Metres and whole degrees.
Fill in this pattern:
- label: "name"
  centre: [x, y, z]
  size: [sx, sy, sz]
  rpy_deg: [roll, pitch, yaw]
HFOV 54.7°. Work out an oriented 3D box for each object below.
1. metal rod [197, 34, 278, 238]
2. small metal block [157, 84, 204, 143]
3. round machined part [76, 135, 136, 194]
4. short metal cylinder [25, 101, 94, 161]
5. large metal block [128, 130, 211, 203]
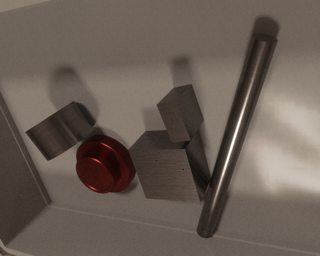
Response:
- label: "metal rod"
  centre: [0.085, 0.034, 0.384]
  size: [0.025, 0.025, 0.298]
  rpy_deg: [19, 126, 16]
- label: "small metal block"
  centre: [0.026, -0.018, 0.367]
  size: [0.025, 0.050, 0.050]
  rpy_deg: [-9, 114, 32]
- label: "round machined part"
  centre: [-0.090, 0.063, 0.482]
  size: [0.098, 0.042, 0.097]
  rpy_deg: [13, 124, 20]
- label: "short metal cylinder"
  centre: [-0.144, 0.003, 0.449]
  size: [0.080, 0.080, 0.050]
  rpy_deg: [-24, 106, 36]
- label: "large metal block"
  centre: [0.015, 0.049, 0.414]
  size: [0.080, 0.050, 0.080]
  rpy_deg: [-3, 117, 29]
